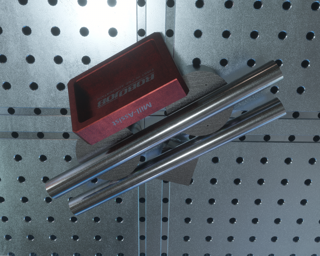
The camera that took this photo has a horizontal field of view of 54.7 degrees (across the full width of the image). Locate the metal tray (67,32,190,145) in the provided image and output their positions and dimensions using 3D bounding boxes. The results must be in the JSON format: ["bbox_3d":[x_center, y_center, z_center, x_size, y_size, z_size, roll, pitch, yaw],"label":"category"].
[{"bbox_3d":[-0.042,-0.047,0.359,0.130,0.090,0.030,-27,140,9],"label":"metal tray"}]

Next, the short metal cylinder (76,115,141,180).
[{"bbox_3d":[-0.064,0.021,0.407,0.081,0.050,0.079,0,110,-1],"label":"short metal cylinder"}]

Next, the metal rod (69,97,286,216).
[{"bbox_3d":[0.015,0.041,0.401,0.301,0.025,0.025,-27,108,9],"label":"metal rod"}]

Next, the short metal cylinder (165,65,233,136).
[{"bbox_3d":[0.047,-0.036,0.388,0.081,0.050,0.079,0,110,-1],"label":"short metal cylinder"}]

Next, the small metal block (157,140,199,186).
[{"bbox_3d":[0.022,0.048,0.430,0.050,0.025,0.050,14,109,-6],"label":"small metal block"}]

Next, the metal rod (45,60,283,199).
[{"bbox_3d":[-0.003,0.007,0.361,0.301,0.025,0.025,-28,108,9],"label":"metal rod"}]
